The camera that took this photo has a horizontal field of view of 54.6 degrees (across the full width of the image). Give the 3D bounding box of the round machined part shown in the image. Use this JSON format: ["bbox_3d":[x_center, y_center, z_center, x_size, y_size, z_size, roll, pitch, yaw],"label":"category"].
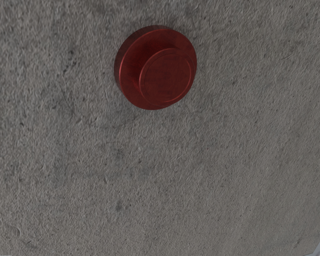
[{"bbox_3d":[0.001,-0.064,0.356,0.099,0.042,0.097,-14,124,-21],"label":"round machined part"}]
